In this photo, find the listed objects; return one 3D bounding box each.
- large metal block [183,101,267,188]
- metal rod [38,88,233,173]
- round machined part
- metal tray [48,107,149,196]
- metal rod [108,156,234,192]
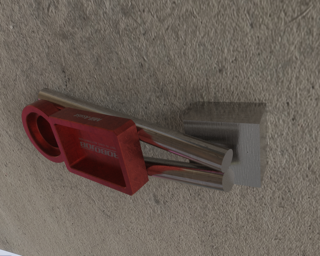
[{"bbox_3d":[0.078,0.017,0.358,0.080,0.050,0.079,4,120,26],"label":"large metal block"},{"bbox_3d":[-0.053,-0.008,0.388,0.300,0.025,0.025,19,127,32],"label":"metal rod"},{"bbox_3d":[-0.161,0.001,0.473,0.098,0.042,0.097,21,129,28],"label":"round machined part"},{"bbox_3d":[-0.080,0.026,0.395,0.130,0.030,0.089,11,124,37],"label":"metal tray"},{"bbox_3d":[-0.043,0.047,0.417,0.300,0.025,0.025,3,121,41],"label":"metal rod"}]
